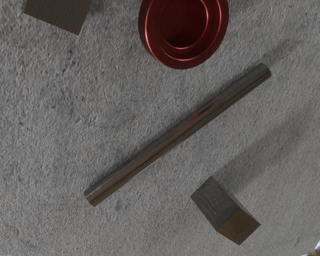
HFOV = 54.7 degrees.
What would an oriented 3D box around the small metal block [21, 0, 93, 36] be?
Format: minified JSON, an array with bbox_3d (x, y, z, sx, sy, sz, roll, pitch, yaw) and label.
[{"bbox_3d":[-0.091,-0.120,0.282,0.050,0.025,0.050,16,110,-35],"label":"small metal block"}]

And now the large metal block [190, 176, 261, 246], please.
[{"bbox_3d":[0.108,0.137,0.515,0.050,0.080,0.080,-46,129,4],"label":"large metal block"}]

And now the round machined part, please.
[{"bbox_3d":[0.022,-0.117,0.335,0.099,0.042,0.097,-14,124,-21],"label":"round machined part"}]

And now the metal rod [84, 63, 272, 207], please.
[{"bbox_3d":[0.027,0.007,0.425,0.301,0.025,0.025,-36,129,-4],"label":"metal rod"}]
